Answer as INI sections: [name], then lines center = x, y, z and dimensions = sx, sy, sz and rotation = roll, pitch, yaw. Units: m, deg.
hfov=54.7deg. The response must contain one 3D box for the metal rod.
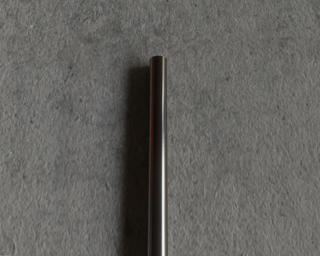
[metal rod]
center = -0.003, 0.044, 0.392
dimensions = 0.025, 0.025, 0.299
rotation = 0, 70, 0
